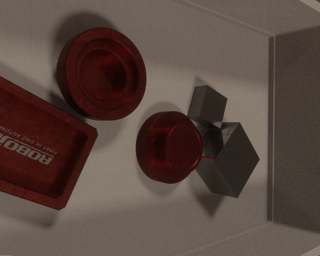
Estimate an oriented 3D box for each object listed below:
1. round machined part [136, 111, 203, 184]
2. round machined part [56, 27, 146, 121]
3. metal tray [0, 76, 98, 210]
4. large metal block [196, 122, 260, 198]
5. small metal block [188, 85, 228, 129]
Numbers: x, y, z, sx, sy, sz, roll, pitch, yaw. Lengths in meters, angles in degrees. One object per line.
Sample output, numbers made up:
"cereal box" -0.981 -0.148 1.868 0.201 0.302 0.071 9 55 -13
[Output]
"round machined part" 0.020 0.026 0.414 0.099 0.042 0.097 0 90 -40
"round machined part" -0.066 -0.057 0.341 0.099 0.042 0.097 0 90 -40
"metal tray" -0.134 0.014 0.292 0.130 0.030 0.090 33 69 -35
"large metal block" 0.100 0.047 0.477 0.080 0.050 0.080 -50 120 -29
"small metal block" 0.072 -0.031 0.470 0.050 0.025 0.050 25 74 -38
